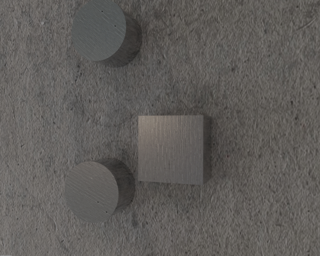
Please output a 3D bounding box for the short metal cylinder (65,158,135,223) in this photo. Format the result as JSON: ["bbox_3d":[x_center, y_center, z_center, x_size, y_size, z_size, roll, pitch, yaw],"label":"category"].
[{"bbox_3d":[-0.081,0.083,0.424,0.080,0.050,0.080,0,90,20],"label":"short metal cylinder"}]

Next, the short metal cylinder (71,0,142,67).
[{"bbox_3d":[-0.071,-0.126,0.421,0.080,0.050,0.080,0,90,20],"label":"short metal cylinder"}]

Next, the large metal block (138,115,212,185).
[{"bbox_3d":[0.020,0.025,0.389,0.080,0.050,0.080,0,90,20],"label":"large metal block"}]
